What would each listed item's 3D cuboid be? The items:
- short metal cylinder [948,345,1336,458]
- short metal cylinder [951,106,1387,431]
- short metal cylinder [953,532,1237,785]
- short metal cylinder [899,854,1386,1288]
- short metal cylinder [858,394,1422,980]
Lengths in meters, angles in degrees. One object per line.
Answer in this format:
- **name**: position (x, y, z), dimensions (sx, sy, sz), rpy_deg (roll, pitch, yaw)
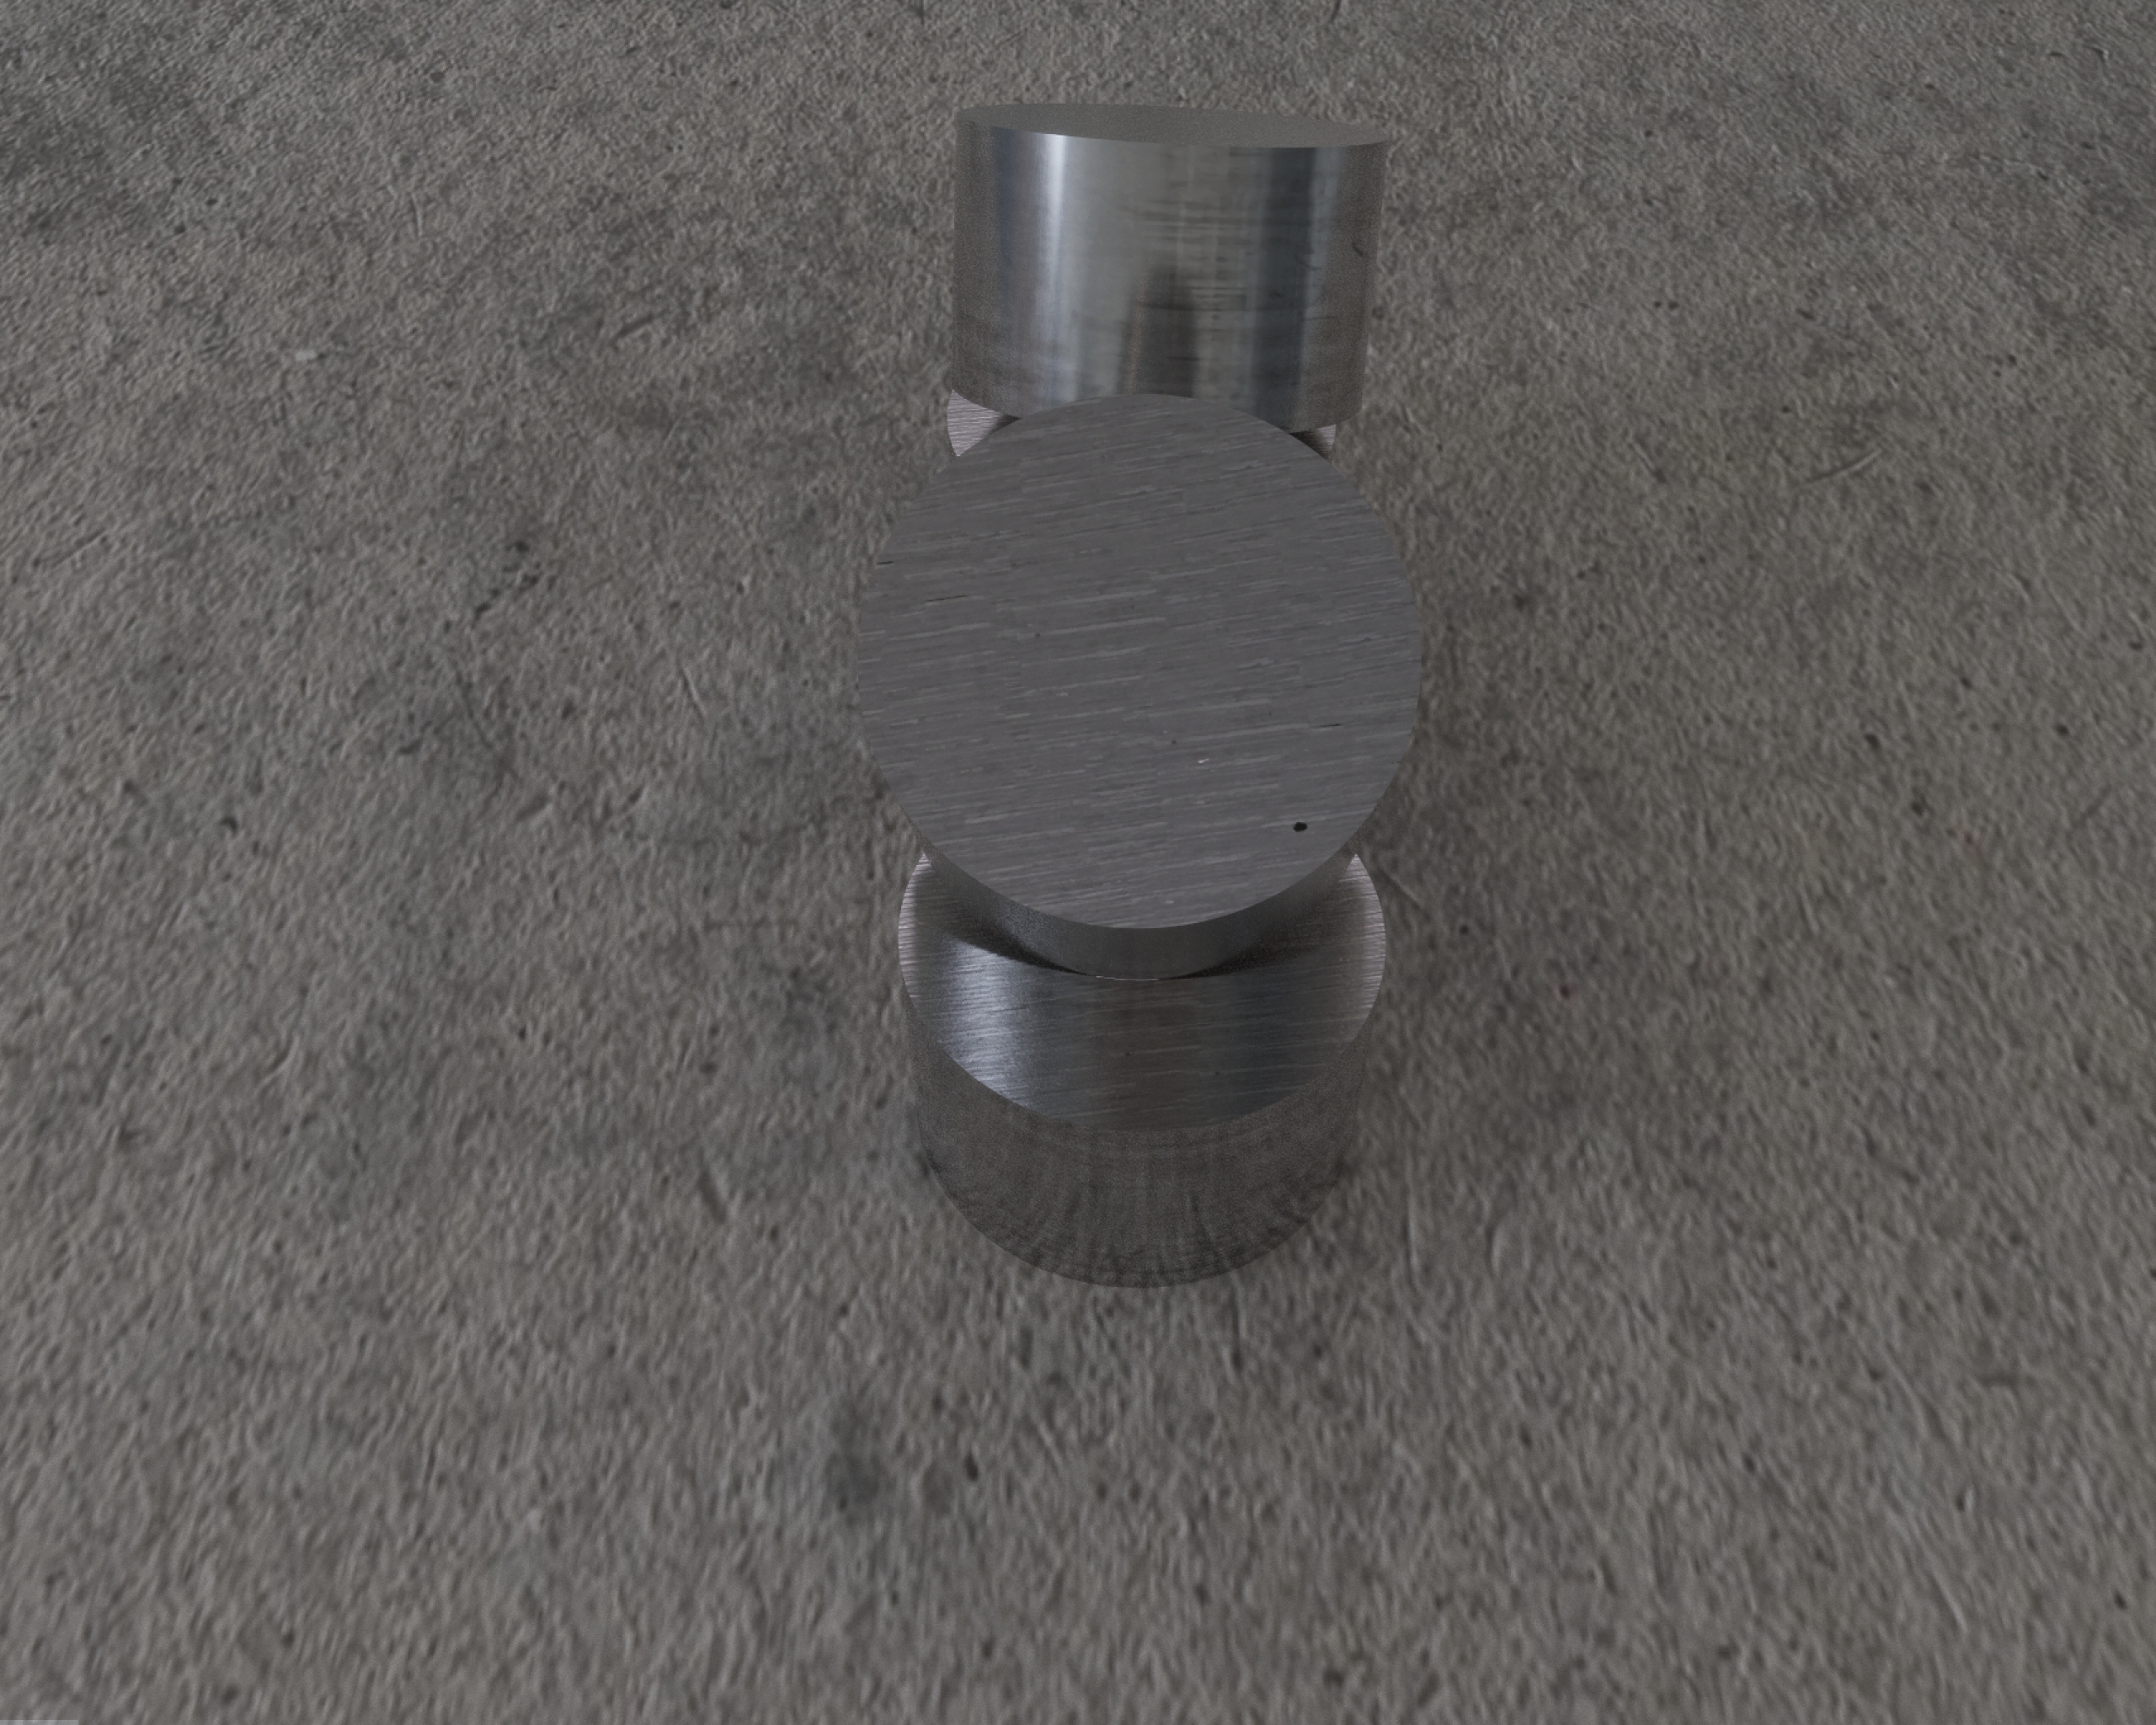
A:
- **short metal cylinder**: position (0.013, -0.077, 0.452), dimensions (0.080, 0.050, 0.080), rpy_deg (0, 50, 0)
- **short metal cylinder**: position (0.017, -0.115, 0.400), dimensions (0.081, 0.050, 0.080), rpy_deg (3, 24, -1)
- **short metal cylinder**: position (0.012, -0.037, 0.398), dimensions (0.080, 0.080, 0.050), rpy_deg (1, 50, 1)
- **short metal cylinder**: position (0.011, 0.027, 0.365), dimensions (0.080, 0.050, 0.080), rpy_deg (0, 50, 0)
- **short metal cylinder**: position (0.009, -0.025, 0.322), dimensions (0.080, 0.050, 0.080), rpy_deg (0, 78, 1)
